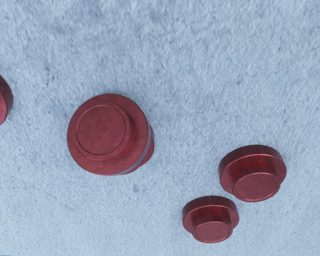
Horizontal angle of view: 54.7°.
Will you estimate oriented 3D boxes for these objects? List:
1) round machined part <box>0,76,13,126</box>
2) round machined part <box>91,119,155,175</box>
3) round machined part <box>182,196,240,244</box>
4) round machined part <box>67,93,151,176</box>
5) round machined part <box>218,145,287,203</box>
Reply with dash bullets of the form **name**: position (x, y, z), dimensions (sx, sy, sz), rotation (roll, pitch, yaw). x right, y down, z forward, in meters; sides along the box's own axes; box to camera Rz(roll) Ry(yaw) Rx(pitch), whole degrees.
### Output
- **round machined part**: position (-0.232, -0.032, 0.366), dimensions (0.099, 0.042, 0.097), rotation (-1, 130, 0)
- **round machined part**: position (-0.057, 0.026, 0.418), dimensions (0.099, 0.042, 0.097), rotation (-1, 130, 0)
- **round machined part**: position (0.089, 0.164, 0.537), dimensions (0.099, 0.042, 0.097), rotation (-1, 130, 0)
- **round machined part**: position (-0.062, 0.006, 0.361), dimensions (0.099, 0.098, 0.042), rotation (-8, 167, 6)
- **round machined part**: position (0.139, 0.074, 0.461), dimensions (0.099, 0.042, 0.097), rotation (-1, 130, 0)
